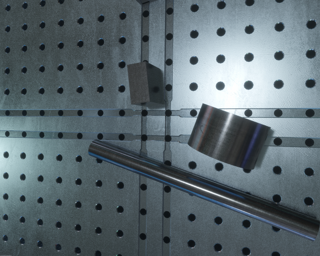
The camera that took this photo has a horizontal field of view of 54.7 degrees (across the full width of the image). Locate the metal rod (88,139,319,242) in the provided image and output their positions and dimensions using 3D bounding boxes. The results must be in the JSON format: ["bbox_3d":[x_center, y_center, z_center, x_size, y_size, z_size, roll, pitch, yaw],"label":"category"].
[{"bbox_3d":[0.041,0.072,0.397,0.301,0.025,0.025,18,96,18],"label":"metal rod"}]

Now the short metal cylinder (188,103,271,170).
[{"bbox_3d":[0.078,0.008,0.355,0.080,0.080,0.050,22,97,18],"label":"short metal cylinder"}]

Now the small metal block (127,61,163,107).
[{"bbox_3d":[-0.018,-0.056,0.405,0.025,0.050,0.050,-7,88,20],"label":"small metal block"}]

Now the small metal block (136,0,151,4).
[{"bbox_3d":[-0.014,-0.203,0.417,0.050,0.025,0.050,-12,86,19],"label":"small metal block"}]
